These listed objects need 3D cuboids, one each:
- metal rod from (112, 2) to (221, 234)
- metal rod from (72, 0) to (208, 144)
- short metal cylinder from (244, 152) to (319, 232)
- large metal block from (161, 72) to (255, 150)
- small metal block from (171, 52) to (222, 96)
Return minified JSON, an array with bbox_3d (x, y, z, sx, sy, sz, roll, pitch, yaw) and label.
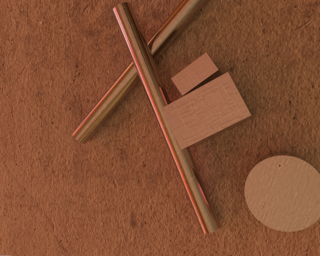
[{"bbox_3d":[0.008,-0.013,0.388,0.025,0.025,0.299,-22,89,18],"label":"metal rod"},{"bbox_3d":[-0.018,-0.093,0.414,0.025,0.025,0.299,46,104,14],"label":"metal rod"},{"bbox_3d":[0.138,0.068,0.347,0.080,0.050,0.079,0,90,19],"label":"short metal cylinder"},{"bbox_3d":[0.059,-0.017,0.358,0.080,0.080,0.050,-28,81,17],"label":"large metal block"},{"bbox_3d":[0.048,-0.062,0.378,0.050,0.050,0.025,-35,79,16],"label":"small metal block"}]
